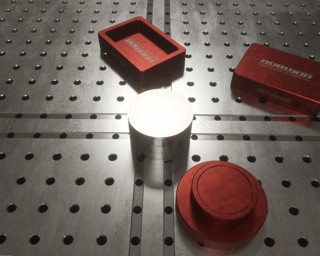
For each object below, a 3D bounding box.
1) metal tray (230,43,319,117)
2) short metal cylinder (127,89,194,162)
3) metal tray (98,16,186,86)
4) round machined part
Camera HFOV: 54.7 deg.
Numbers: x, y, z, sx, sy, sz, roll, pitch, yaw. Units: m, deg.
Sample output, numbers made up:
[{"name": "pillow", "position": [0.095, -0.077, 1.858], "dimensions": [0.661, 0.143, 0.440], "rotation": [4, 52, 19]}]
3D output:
[{"name": "metal tray", "position": [0.186, -0.077, 0.472], "dimensions": [0.130, 0.030, 0.090], "rotation": [24, 54, 18]}, {"name": "short metal cylinder", "position": [0.000, -0.004, 0.395], "dimensions": [0.081, 0.050, 0.080], "rotation": [0, 50, 0]}, {"name": "metal tray", "position": [-0.031, -0.132, 0.514], "dimensions": [0.091, 0.030, 0.130], "rotation": [-30, 57, -24]}, {"name": "round machined part", "position": [0.067, 0.075, 0.334], "dimensions": [0.099, 0.042, 0.098], "rotation": [0, 50, 0]}]
